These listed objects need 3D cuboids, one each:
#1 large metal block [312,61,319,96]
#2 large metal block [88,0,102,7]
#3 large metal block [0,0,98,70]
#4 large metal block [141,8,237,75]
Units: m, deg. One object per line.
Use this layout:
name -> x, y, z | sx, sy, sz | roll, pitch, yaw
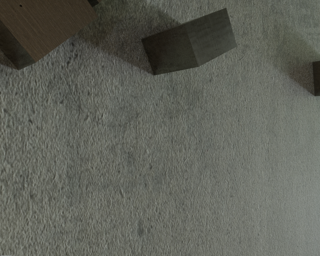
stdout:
large metal block -> 0.404, -0.120, 0.726 | 0.081, 0.050, 0.079 | -12, 98, -39
large metal block -> -0.080, -0.179, 0.321 | 0.080, 0.050, 0.080 | 48, 62, -30
large metal block -> -0.120, -0.113, 0.287 | 0.080, 0.050, 0.080 | -50, 119, -28
large metal block -> 0.038, -0.110, 0.400 | 0.081, 0.080, 0.050 | -33, 111, -35
